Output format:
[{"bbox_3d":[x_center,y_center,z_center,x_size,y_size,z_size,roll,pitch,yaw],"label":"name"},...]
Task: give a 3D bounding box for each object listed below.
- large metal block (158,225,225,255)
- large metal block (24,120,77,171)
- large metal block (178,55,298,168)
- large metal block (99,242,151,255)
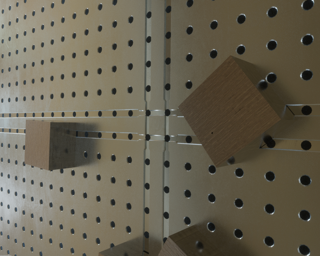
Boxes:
[{"bbox_3d":[0.036,0.177,0.362,0.080,0.050,0.079,38,113,33],"label":"large metal block"},{"bbox_3d":[-0.196,0.027,0.551,0.080,0.050,0.079,5,93,39],"label":"large metal block"},{"bbox_3d":[0.079,-0.016,0.327,0.080,0.050,0.080,-44,64,30],"label":"large metal block"},{"bbox_3d":[-0.042,0.217,0.426,0.080,0.050,0.079,10,96,39],"label":"large metal block"}]
